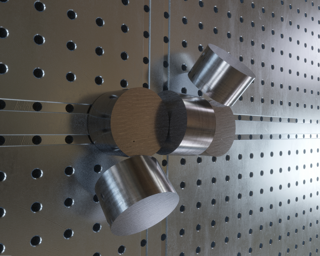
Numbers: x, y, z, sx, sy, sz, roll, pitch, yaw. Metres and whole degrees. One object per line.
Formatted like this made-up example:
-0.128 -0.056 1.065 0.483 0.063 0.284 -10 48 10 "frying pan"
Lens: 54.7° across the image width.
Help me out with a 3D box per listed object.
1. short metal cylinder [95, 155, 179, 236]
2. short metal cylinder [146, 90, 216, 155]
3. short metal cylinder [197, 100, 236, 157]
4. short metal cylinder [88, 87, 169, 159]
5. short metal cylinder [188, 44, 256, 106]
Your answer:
-0.026 0.076 0.346 0.081 0.050 0.080 -21 144 -16 "short metal cylinder"
0.024 -0.005 0.395 0.050 0.080 0.080 6 86 -40 "short metal cylinder"
0.064 0.000 0.448 0.081 0.050 0.079 0 90 -40 "short metal cylinder"
-0.036 -0.006 0.363 0.081 0.050 0.079 0 90 -40 "short metal cylinder"
0.087 -0.075 0.440 0.081 0.080 0.050 11 125 -40 "short metal cylinder"
